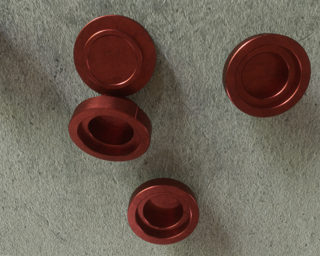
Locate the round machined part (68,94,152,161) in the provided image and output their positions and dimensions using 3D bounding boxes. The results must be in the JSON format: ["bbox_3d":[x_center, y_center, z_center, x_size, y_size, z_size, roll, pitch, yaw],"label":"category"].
[{"bbox_3d":[-0.059,-0.004,0.385,0.099,0.042,0.097,4,138,4],"label":"round machined part"}]

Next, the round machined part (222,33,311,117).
[{"bbox_3d":[0.125,-0.065,0.378,0.099,0.042,0.097,0,110,0],"label":"round machined part"}]

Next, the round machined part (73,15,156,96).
[{"bbox_3d":[-0.054,-0.083,0.369,0.099,0.042,0.097,0,110,0],"label":"round machined part"}]

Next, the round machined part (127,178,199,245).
[{"bbox_3d":[0.005,0.114,0.442,0.099,0.042,0.097,0,110,0],"label":"round machined part"}]
